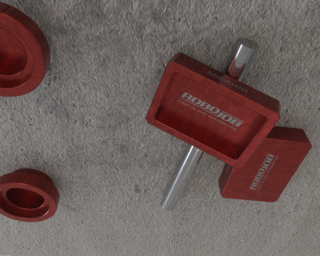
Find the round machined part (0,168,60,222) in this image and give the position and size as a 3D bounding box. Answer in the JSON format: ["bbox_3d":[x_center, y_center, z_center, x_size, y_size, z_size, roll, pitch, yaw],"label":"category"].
[{"bbox_3d":[-0.205,0.100,0.479,0.099,0.042,0.097,0,130,0],"label":"round machined part"}]

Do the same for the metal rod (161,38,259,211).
[{"bbox_3d":[0.054,0.019,0.423,0.025,0.025,0.298,12,129,-10],"label":"metal rod"}]

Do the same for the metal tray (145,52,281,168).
[{"bbox_3d":[0.058,-0.018,0.359,0.130,0.030,0.089,27,129,3],"label":"metal tray"}]

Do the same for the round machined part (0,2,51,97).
[{"bbox_3d":[-0.164,-0.084,0.323,0.099,0.042,0.097,0,130,0],"label":"round machined part"}]

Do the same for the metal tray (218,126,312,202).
[{"bbox_3d":[0.147,0.055,0.452,0.091,0.030,0.129,6,130,-6],"label":"metal tray"}]
